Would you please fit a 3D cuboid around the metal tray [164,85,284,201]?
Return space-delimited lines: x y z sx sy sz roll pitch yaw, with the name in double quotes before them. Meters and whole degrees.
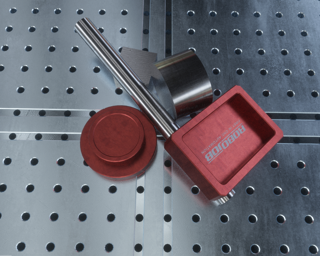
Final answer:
"metal tray" 0.081 0.014 0.382 0.131 0.030 0.090 -37 81 -28

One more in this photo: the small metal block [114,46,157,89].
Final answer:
"small metal block" -0.034 -0.084 0.442 0.050 0.025 0.050 13 70 4

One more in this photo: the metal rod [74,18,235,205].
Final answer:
"metal rod" -0.011 -0.027 0.404 0.025 0.025 0.300 -38 83 -13

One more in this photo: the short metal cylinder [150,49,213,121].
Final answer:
"short metal cylinder" 0.027 -0.055 0.403 0.050 0.080 0.080 -24 72 -9

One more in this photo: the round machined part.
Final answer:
"round machined part" -0.053 0.015 0.396 0.099 0.042 0.098 0 70 -1
